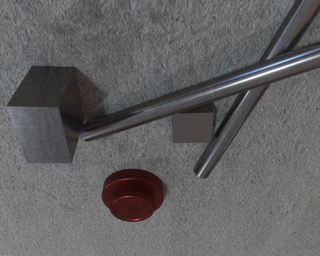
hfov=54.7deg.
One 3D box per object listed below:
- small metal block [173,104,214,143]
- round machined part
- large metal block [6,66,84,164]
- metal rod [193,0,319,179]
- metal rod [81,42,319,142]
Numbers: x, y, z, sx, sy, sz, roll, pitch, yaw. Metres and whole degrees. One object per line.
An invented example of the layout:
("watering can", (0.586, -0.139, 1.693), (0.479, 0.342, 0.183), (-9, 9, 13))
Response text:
("small metal block", (0.041, -0.007, 0.402), (0.050, 0.025, 0.050), (-1, 130, 0))
("round machined part", (-0.043, 0.113, 0.492), (0.099, 0.042, 0.097), (-1, 130, 0))
("large metal block", (-0.125, -0.016, 0.356), (0.050, 0.080, 0.079), (1, 130, -1))
("metal rod", (0.110, -0.042, 0.373), (0.025, 0.025, 0.298), (14, 129, -13))
("metal rod", (0.035, -0.035, 0.357), (0.300, 0.025, 0.025), (-17, 129, 21))
